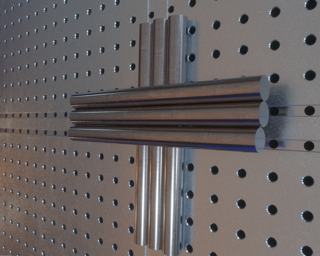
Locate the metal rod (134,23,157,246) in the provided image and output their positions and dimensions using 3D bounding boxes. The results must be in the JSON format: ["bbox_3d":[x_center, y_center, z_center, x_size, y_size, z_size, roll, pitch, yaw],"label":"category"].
[{"bbox_3d":[-0.019,0.009,0.426,0.025,0.025,0.298,2,92,40],"label":"metal rod"}]

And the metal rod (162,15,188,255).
[{"bbox_3d":[0.019,0.010,0.395,0.025,0.025,0.298,2,92,40],"label":"metal rod"}]

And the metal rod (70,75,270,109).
[{"bbox_3d":[-0.016,-0.040,0.391,0.300,0.025,0.025,1,91,40],"label":"metal rod"}]

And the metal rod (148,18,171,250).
[{"bbox_3d":[0.000,0.009,0.411,0.025,0.025,0.298,2,92,40],"label":"metal rod"}]

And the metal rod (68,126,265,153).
[{"bbox_3d":[-0.019,0.010,0.393,0.300,0.025,0.025,1,91,40],"label":"metal rod"}]

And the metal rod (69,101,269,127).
[{"bbox_3d":[-0.016,-0.015,0.391,0.300,0.025,0.025,1,91,40],"label":"metal rod"}]
